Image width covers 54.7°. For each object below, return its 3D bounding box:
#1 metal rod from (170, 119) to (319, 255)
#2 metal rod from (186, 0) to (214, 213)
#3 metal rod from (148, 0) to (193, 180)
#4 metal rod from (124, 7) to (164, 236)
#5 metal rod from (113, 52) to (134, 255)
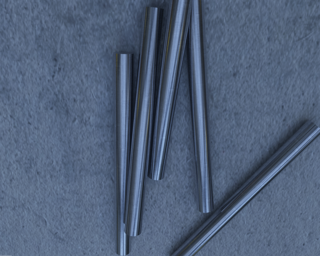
[{"bbox_3d":[0.114,0.107,0.450,0.025,0.025,0.299,37,106,-13],"label":"metal rod"},{"bbox_3d":[0.051,-0.022,0.402,0.025,0.025,0.298,-6,110,1],"label":"metal rod"},{"bbox_3d":[0.013,-0.067,0.370,0.025,0.025,0.298,6,116,-3],"label":"metal rod"},{"bbox_3d":[-0.023,0.004,0.399,0.025,0.025,0.298,5,106,-3],"label":"metal rod"},{"bbox_3d":[-0.050,0.048,0.426,0.025,0.025,0.298,2,110,-1],"label":"metal rod"}]
